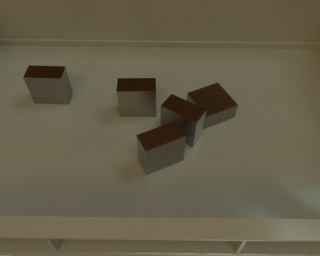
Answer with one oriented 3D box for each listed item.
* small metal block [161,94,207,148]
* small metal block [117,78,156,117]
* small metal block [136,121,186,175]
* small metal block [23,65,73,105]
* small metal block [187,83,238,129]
[{"bbox_3d":[0.029,-0.009,0.397,0.050,0.050,0.025,27,55,20],"label":"small metal block"},{"bbox_3d":[-0.031,-0.041,0.423,0.050,0.050,0.025,-1,50,-1],"label":"small metal block"},{"bbox_3d":[0.001,0.024,0.368,0.050,0.050,0.025,-20,53,-17],"label":"small metal block"},{"bbox_3d":[-0.156,-0.060,0.437,0.050,0.050,0.025,2,50,1],"label":"small metal block"},{"bbox_3d":[0.072,-0.032,0.433,0.050,0.025,0.050,-20,53,-17],"label":"small metal block"}]
